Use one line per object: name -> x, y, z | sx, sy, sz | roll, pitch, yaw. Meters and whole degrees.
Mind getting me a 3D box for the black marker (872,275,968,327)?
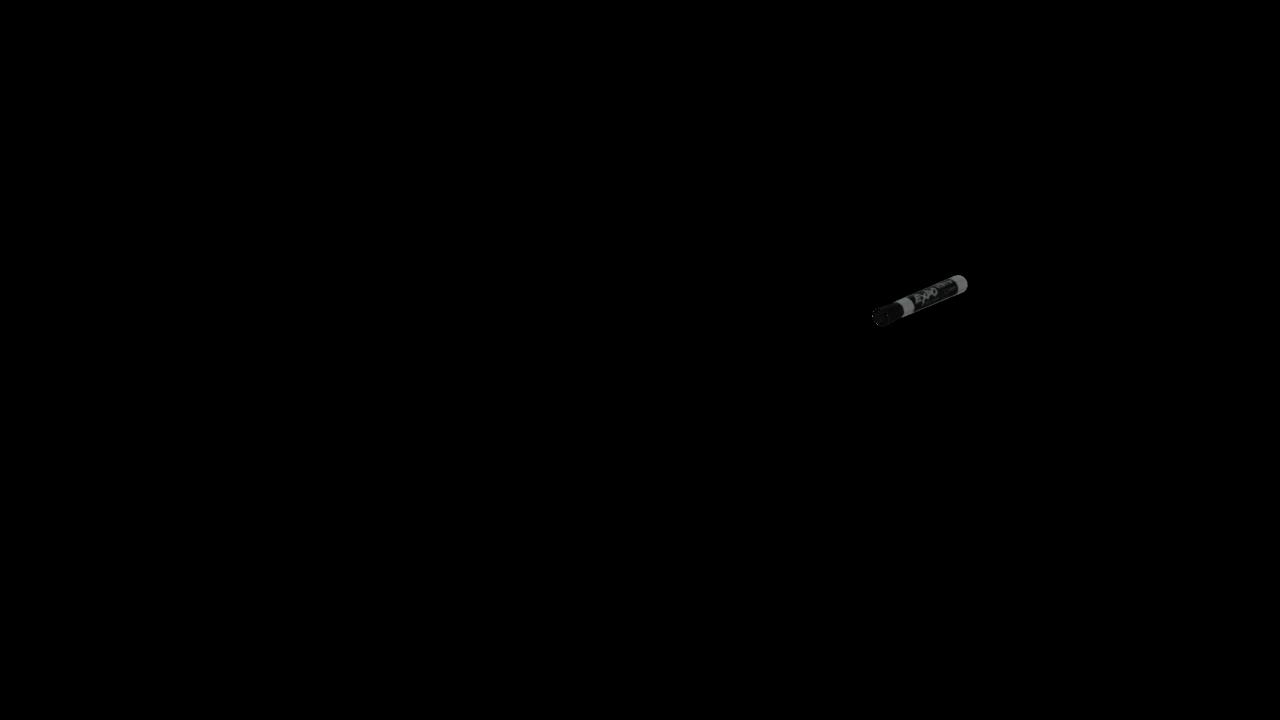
black marker -> 0.267, -0.057, 0.588 | 0.121, 0.020, 0.020 | -21, 9, -25
